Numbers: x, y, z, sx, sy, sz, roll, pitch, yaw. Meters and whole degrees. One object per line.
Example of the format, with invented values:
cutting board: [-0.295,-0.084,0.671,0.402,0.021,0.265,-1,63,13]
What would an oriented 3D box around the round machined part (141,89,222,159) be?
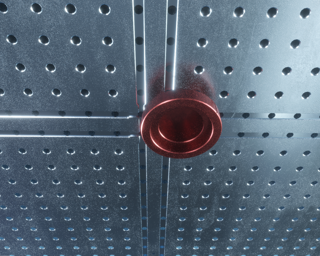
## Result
round machined part: [0.026,-0.010,0.393,0.099,0.042,0.097,-1,130,0]
